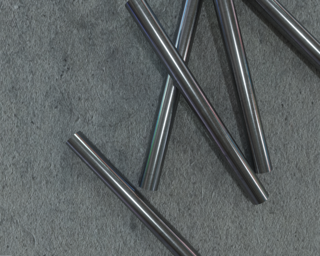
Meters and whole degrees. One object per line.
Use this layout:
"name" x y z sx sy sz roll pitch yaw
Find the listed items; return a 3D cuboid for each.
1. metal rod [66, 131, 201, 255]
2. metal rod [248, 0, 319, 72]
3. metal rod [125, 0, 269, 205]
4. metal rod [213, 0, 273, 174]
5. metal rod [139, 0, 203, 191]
"metal rod" -0.011 0.120 0.409 0.025 0.025 0.300 -44 90 0
"metal rod" 0.131 -0.174 0.410 0.300 0.025 0.025 45 90 0
"metal rod" 0.051 -0.029 0.390 0.025 0.025 0.299 -34 98 0
"metal rod" 0.099 -0.087 0.398 0.025 0.025 0.298 -15 95 0
"metal rod" 0.020 -0.066 0.409 0.025 0.025 0.298 14 90 0
